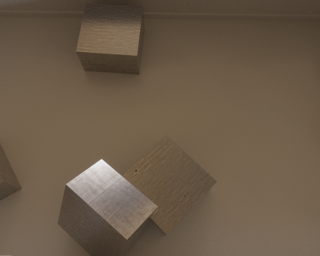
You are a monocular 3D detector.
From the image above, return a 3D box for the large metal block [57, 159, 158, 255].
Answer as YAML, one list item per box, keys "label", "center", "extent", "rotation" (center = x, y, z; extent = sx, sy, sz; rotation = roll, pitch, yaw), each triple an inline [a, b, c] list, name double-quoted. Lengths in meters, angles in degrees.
- label: "large metal block"
  center: [-0.060, 0.095, 0.336]
  extent: [0.080, 0.079, 0.050]
  rotation: [38, 42, 14]

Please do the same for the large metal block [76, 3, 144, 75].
- label: "large metal block"
  center: [-0.067, -0.126, 0.442]
  extent: [0.080, 0.050, 0.080]
  rotation: [4, 70, 1]

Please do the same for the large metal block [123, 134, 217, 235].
- label: "large metal block"
  center: [0.007, 0.069, 0.371]
  extent: [0.080, 0.050, 0.080]
  rotation: [43, 75, 14]

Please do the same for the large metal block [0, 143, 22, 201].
- label: "large metal block"
  center: [-0.231, 0.057, 0.374]
  extent: [0.080, 0.050, 0.080]
  rotation: [-30, 73, -11]
